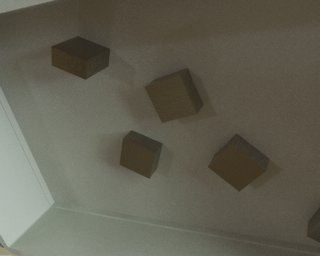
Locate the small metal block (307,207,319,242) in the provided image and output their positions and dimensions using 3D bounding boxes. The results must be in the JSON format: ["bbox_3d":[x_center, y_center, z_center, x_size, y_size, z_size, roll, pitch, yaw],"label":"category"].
[{"bbox_3d":[0.213,0.118,0.369,0.050,0.025,0.050,24,127,13],"label":"small metal block"}]

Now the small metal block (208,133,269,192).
[{"bbox_3d":[0.097,0.043,0.384,0.050,0.025,0.050,38,129,2],"label":"small metal block"}]

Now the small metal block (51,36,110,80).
[{"bbox_3d":[-0.099,-0.089,0.389,0.050,0.050,0.025,24,127,13],"label":"small metal block"}]

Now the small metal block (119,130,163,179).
[{"bbox_3d":[-0.028,0.038,0.447,0.050,0.025,0.050,23,127,14],"label":"small metal block"}]

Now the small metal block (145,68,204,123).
[{"bbox_3d":[0.018,-0.039,0.376,0.050,0.025,0.050,-14,111,34],"label":"small metal block"}]
